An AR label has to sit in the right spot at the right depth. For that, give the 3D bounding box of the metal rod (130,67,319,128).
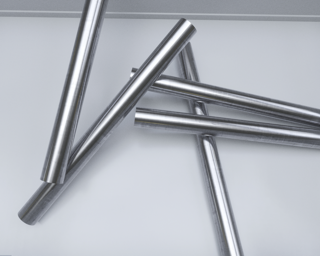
[{"bbox_3d":[0.110,-0.034,0.404,0.302,0.025,0.025,12,70,-4],"label":"metal rod"}]

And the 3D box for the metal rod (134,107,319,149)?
[{"bbox_3d":[0.119,0.004,0.390,0.302,0.025,0.025,7,70,-6],"label":"metal rod"}]

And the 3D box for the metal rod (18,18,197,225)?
[{"bbox_3d":[-0.062,-0.007,0.369,0.025,0.025,0.300,40,90,13],"label":"metal rod"}]

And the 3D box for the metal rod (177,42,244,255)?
[{"bbox_3d":[0.060,0.018,0.403,0.025,0.025,0.299,-9,70,-4],"label":"metal rod"}]

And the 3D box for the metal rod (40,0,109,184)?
[{"bbox_3d":[-0.087,-0.086,0.353,0.025,0.025,0.298,13,86,4],"label":"metal rod"}]
